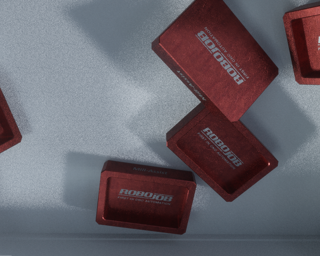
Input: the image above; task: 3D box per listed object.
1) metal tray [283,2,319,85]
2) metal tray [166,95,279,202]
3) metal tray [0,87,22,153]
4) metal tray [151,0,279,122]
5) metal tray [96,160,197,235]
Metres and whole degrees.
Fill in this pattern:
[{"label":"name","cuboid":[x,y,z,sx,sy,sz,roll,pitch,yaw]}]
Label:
[{"label":"metal tray","cuboid":[0.200,-0.091,0.326,0.030,0.130,0.090,-29,111,-22]},{"label":"metal tray","cuboid":[0.083,0.029,0.420,0.090,0.030,0.130,-43,105,14]},{"label":"metal tray","cuboid":[-0.235,0.003,0.354,0.030,0.131,0.089,-3,113,31]},{"label":"metal tray","cuboid":[0.066,-0.080,0.360,0.130,0.030,0.090,45,79,-14]},{"label":"metal tray","cuboid":[-0.021,0.101,0.445,0.131,0.030,0.089,8,110,-4]}]
